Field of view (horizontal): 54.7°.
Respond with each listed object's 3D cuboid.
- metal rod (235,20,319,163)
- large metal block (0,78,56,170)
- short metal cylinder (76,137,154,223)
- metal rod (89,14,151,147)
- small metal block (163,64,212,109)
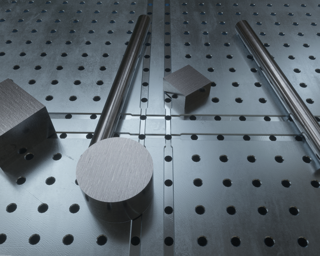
[{"bbox_3d":[0.179,-0.074,0.471,0.025,0.025,0.300,-9,51,-8],"label":"metal rod"},{"bbox_3d":[-0.197,-0.007,0.395,0.080,0.050,0.080,33,57,24],"label":"large metal block"},{"bbox_3d":[-0.047,0.057,0.343,0.081,0.050,0.080,0,50,0],"label":"short metal cylinder"},{"bbox_3d":[-0.053,-0.086,0.478,0.025,0.025,0.300,7,50,5],"label":"metal rod"},{"bbox_3d":[0.040,-0.063,0.461,0.050,0.025,0.050,-31,57,-24],"label":"small metal block"}]
